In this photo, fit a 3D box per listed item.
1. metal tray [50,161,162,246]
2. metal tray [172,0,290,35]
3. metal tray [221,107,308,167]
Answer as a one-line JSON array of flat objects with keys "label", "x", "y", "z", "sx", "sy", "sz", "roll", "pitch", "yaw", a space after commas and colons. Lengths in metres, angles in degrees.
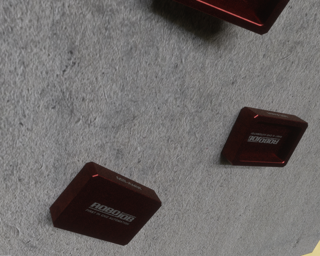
[{"label": "metal tray", "x": -0.071, "y": 0.110, "z": 0.433, "sx": 0.130, "sy": 0.030, "sz": 0.090, "roll": 34, "pitch": 99, "yaw": -39}, {"label": "metal tray", "x": 0.075, "y": -0.158, "z": 0.310, "sx": 0.131, "sy": 0.030, "sz": 0.089, "roll": 13, "pitch": 131, "yaw": -20}, {"label": "metal tray", "x": 0.173, "y": 0.018, "z": 0.509, "sx": 0.131, "sy": 0.030, "sz": 0.089, "roll": 6, "pitch": 115, "yaw": -31}]
